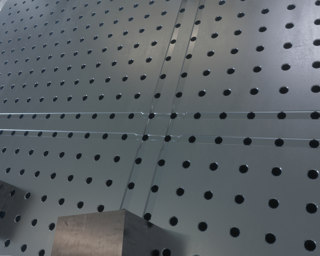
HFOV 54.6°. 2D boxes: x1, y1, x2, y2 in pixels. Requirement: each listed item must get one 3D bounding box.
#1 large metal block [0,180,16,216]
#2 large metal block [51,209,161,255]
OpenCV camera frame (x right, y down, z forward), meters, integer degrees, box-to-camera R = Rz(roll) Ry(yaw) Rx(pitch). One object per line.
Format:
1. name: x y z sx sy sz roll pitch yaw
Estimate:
1. large metal block: -0.285 0.112 0.475 0.080 0.050 0.080 7 65 31
2. large metal block: -0.053 0.125 0.325 0.080 0.080 0.050 -12 57 22
